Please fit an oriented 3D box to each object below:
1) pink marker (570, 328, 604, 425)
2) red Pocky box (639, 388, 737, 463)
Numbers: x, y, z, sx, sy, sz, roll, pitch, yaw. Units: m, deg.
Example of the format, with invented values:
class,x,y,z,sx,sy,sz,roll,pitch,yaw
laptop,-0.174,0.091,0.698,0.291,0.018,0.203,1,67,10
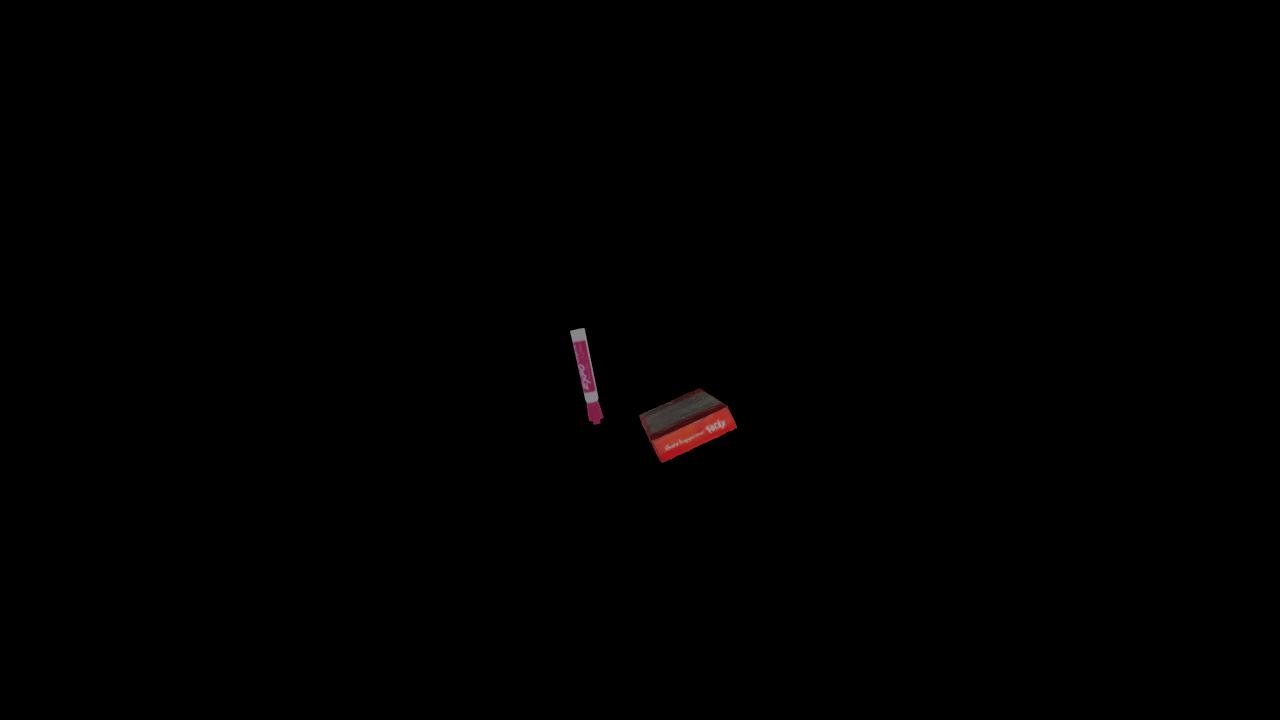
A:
class,x,y,z,sx,sy,sz,roll,pitch,yaw
pink marker,-0.065,0.021,0.764,0.020,0.121,0.020,-12,3,1
red Pocky box,0.046,0.066,0.656,0.083,0.028,0.155,-23,5,-2
